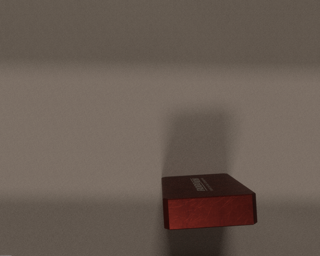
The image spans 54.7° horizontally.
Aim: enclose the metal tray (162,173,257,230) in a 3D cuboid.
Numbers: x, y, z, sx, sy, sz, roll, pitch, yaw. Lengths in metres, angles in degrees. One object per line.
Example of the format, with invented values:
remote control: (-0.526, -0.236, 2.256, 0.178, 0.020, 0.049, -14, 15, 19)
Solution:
metal tray: (0.048, 0.080, 0.360, 0.091, 0.130, 0.030, -3, 90, 0)
